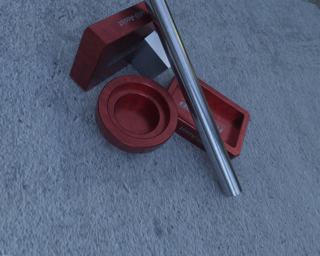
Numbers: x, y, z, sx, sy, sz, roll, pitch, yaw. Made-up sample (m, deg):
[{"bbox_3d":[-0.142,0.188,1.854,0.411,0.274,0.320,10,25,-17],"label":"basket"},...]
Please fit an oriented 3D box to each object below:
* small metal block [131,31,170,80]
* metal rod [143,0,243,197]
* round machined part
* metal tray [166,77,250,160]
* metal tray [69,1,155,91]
[{"bbox_3d":[-0.012,-0.100,0.439,0.050,0.050,0.025,49,52,-13],"label":"small metal block"},{"bbox_3d":[0.039,-0.051,0.390,0.025,0.025,0.299,-30,100,-38],"label":"metal rod"},{"bbox_3d":[-0.031,-0.013,0.382,0.099,0.042,0.098,9,62,-18],"label":"round machined part"},{"bbox_3d":[0.063,-0.019,0.449,0.130,0.030,0.090,33,51,-7],"label":"metal tray"},{"bbox_3d":[-0.052,-0.110,0.403,0.030,0.090,0.131,45,51,2],"label":"metal tray"}]
